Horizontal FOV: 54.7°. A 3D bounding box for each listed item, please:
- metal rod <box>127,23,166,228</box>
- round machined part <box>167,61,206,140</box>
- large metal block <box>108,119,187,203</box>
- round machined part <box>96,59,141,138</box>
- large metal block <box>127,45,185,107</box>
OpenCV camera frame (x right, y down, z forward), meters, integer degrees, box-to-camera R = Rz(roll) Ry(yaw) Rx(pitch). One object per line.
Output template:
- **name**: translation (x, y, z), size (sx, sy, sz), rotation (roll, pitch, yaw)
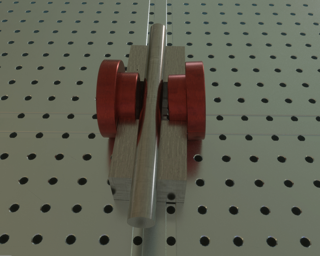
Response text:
- **metal rod**: translation (-0.010, -0.031, 0.369), size (0.025, 0.025, 0.300), rotation (2, 50, 2)
- **round machined part**: translation (0.033, -0.033, 0.388), size (0.042, 0.098, 0.098), rotation (-2, 50, 5)
- **large metal block**: translation (-0.011, 0.037, 0.360), size (0.080, 0.050, 0.080), rotation (2, 50, 2)
- **round machined part**: translation (-0.048, -0.036, 0.389), size (0.042, 0.097, 0.098), rotation (1, 50, 1)
- **large metal block**: translation (-0.005, -0.076, 0.455), size (0.080, 0.050, 0.080), rotation (2, 50, 1)
